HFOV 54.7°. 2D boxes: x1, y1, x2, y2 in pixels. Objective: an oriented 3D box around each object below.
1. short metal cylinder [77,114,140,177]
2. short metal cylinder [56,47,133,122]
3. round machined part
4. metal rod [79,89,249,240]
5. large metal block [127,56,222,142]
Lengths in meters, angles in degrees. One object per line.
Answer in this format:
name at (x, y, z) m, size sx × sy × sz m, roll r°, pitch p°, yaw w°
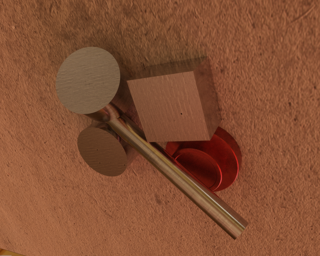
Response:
short metal cylinder at (-0.069, 0.022, 0.444) m, size 0.080 × 0.050 × 0.079 m, roll 13°, pitch 124°, yaw 21°
short metal cylinder at (-0.077, -0.051, 0.377) m, size 0.080 × 0.050 × 0.080 m, roll -2°, pitch 80°, yaw 14°
round machined part at (0.051, 0.044, 0.397) m, size 0.098 × 0.042 × 0.097 m, roll 13°, pitch 124°, yaw 21°
metal rod at (-0.019, 0.022, 0.388) m, size 0.300 × 0.025 × 0.025 m, roll 40°, pitch 130°, yaw 17°
large metal block at (0.019, -0.031, 0.360) m, size 0.080 × 0.050 × 0.080 m, roll -3°, pitch 117°, yaw 29°
